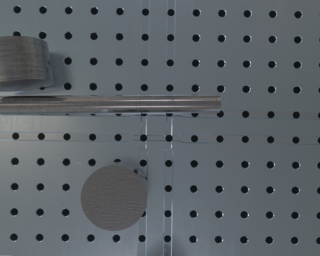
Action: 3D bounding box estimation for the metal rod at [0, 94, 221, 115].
[{"bbox_3d":[-0.072,-0.031,0.412,0.302,0.025,0.025,0,90,0],"label":"metal rod"}]

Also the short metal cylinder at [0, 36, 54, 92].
[{"bbox_3d":[-0.178,-0.077,0.384,0.080,0.080,0.050,-8,90,0],"label":"short metal cylinder"}]

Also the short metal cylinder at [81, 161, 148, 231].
[{"bbox_3d":[-0.056,0.085,0.401,0.081,0.050,0.079,0,90,0],"label":"short metal cylinder"}]
